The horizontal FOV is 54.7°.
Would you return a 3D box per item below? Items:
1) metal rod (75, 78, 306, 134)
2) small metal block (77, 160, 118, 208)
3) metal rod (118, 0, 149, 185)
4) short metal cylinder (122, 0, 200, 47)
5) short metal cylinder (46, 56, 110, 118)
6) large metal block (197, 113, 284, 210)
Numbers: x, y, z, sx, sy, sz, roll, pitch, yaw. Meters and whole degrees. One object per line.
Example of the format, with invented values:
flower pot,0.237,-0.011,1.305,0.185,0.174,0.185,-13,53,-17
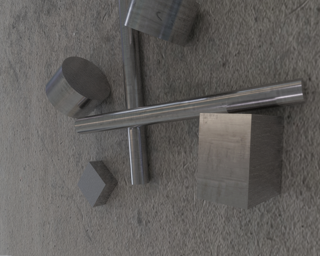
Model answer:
metal rod,0.011,-0.019,0.373,0.300,0.025,0.025,-7,85,32
small metal block,-0.099,0.087,0.487,0.050,0.025,0.050,46,117,30
metal rod,-0.039,-0.072,0.436,0.025,0.025,0.298,-8,85,40
short metal cylinder,0.001,-0.134,0.368,0.080,0.081,0.050,32,110,35
short metal cylinder,-0.124,-0.061,0.472,0.050,0.081,0.080,-38,67,33
large metal block,0.081,0.027,0.303,0.050,0.081,0.079,3,92,40
